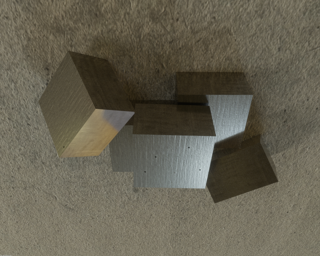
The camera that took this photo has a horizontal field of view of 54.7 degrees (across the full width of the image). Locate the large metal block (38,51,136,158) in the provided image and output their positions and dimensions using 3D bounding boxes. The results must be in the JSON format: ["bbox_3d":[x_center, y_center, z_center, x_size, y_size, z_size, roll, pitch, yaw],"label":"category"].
[{"bbox_3d":[-0.084,-0.024,0.342,0.050,0.080,0.080,2,140,-48],"label":"large metal block"}]

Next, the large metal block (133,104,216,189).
[{"bbox_3d":[0.012,0.021,0.342,0.081,0.050,0.079,2,130,-2],"label":"large metal block"}]

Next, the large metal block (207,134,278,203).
[{"bbox_3d":[0.104,0.051,0.409,0.080,0.080,0.050,-25,88,19],"label":"large metal block"}]

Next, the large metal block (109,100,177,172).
[{"bbox_3d":[-0.021,0.011,0.399,0.081,0.050,0.079,0,130,-1],"label":"large metal block"}]

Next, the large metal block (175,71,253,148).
[{"bbox_3d":[0.059,-0.021,0.376,0.081,0.050,0.079,0,130,-1],"label":"large metal block"}]
